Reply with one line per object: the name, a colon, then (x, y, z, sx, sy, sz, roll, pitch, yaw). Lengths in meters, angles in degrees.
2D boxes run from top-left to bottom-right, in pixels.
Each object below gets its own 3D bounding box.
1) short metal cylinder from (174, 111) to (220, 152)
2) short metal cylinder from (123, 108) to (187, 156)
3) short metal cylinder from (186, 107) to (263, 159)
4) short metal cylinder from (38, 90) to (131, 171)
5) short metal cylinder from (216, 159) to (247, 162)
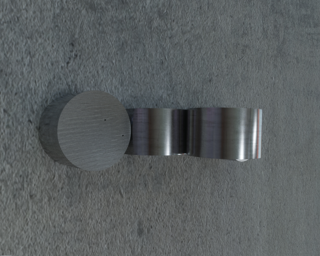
short metal cylinder: (0.055, 0.005, 0.417, 0.081, 0.080, 0.050, 0, 89, -40)
short metal cylinder: (-0.006, 0.004, 0.365, 0.081, 0.080, 0.050, 0, 90, -40)
short metal cylinder: (0.069, 0.005, 0.338, 0.081, 0.080, 0.050, 1, 91, -40)
short metal cylinder: (-0.078, 0.002, 0.324, 0.081, 0.050, 0.080, 0, 91, -40)
short metal cylinder: (0.108, 0.010, 0.479, 0.081, 0.050, 0.080, -1, 91, -40)
